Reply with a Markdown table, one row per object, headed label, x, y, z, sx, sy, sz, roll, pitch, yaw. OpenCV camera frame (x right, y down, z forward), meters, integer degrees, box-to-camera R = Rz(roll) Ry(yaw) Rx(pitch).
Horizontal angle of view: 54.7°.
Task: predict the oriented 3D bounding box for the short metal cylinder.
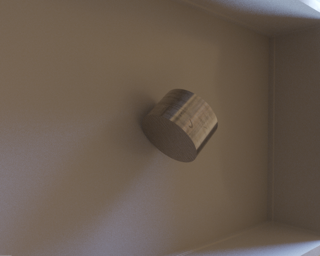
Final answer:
| label | x | y | z | sx | sy | sz | roll | pitch | yaw |
| --- | --- | --- | --- | --- | --- | --- | --- | --- | --- |
| short metal cylinder | 0.025 | -0.002 | 0.390 | 0.050 | 0.080 | 0.080 | -49 | 120 | -29 |
